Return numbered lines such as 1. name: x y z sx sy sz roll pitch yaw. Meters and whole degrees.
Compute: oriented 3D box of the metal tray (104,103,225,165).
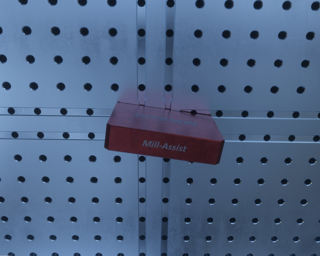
1. metal tray: 0.005 0.004 0.380 0.131 0.090 0.030 8 110 -4
